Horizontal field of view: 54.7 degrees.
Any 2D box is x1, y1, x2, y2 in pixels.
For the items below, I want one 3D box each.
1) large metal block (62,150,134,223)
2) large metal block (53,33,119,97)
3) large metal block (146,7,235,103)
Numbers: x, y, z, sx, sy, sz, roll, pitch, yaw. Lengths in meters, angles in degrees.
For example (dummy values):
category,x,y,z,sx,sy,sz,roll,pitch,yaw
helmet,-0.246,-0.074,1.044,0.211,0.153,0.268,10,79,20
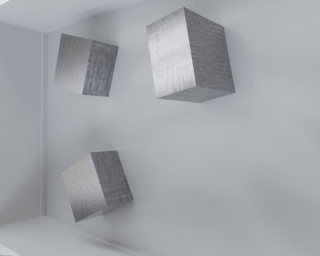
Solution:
category,x,y,z,sx,sy,sz,roll,pitch,yaw
large metal block,-0.096,0.088,0.470,0.080,0.050,0.080,-34,69,35
large metal block,-0.118,-0.099,0.488,0.080,0.050,0.079,22,104,38
large metal block,0.035,-0.074,0.342,0.050,0.081,0.080,-14,82,39
